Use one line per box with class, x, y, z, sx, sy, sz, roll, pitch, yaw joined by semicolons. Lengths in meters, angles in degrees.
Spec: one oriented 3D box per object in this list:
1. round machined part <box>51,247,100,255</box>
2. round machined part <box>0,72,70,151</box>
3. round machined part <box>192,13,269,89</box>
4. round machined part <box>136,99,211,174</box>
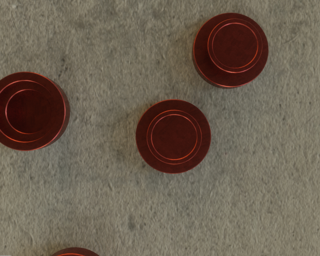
round machined part;-0.109;0.202;0.400;0.099;0.042;0.097;0;90;-1
round machined part;-0.165;-0.021;0.399;0.099;0.042;0.097;0;90;-1
round machined part;0.093;-0.102;0.403;0.099;0.042;0.097;0;90;-1
round machined part;0.018;0.011;0.402;0.099;0.042;0.097;0;90;-1
